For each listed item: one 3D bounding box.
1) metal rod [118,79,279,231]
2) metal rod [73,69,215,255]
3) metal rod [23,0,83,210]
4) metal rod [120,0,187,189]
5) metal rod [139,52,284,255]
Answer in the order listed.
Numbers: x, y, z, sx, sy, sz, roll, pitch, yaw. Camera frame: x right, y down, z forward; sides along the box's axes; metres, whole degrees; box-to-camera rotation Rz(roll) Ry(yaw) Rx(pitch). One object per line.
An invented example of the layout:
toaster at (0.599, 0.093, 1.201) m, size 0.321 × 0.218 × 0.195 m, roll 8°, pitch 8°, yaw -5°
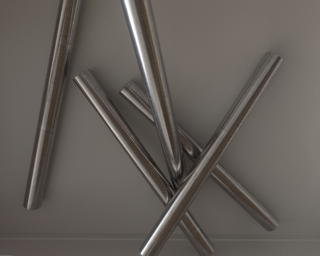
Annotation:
metal rod at (0.062, 0.046, 0.429) m, size 0.300 × 0.025 × 0.025 m, roll 43°, pitch 104°, yaw -15°
metal rod at (-0.015, 0.054, 0.414) m, size 0.025 × 0.025 × 0.299 m, roll -32°, pitch 101°, yaw 11°
metal rod at (-0.142, -0.023, 0.400) m, size 0.025 × 0.025 × 0.298 m, roll 16°, pitch 109°, yaw -6°
metal rod at (0.004, -0.014, 0.349) m, size 0.025 × 0.025 × 0.298 m, roll -12°, pitch 132°, yaw 4°
metal rod at (0.062, 0.039, 0.394) m, size 0.025 × 0.025 × 0.299 m, roll 31°, pitch 95°, yaw -11°
